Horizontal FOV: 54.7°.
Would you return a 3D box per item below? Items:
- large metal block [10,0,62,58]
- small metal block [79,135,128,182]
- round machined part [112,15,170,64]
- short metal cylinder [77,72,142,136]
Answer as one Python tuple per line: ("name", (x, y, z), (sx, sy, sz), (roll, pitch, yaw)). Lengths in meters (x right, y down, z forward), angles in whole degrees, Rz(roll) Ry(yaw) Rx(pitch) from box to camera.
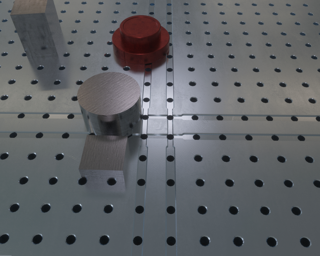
("large metal block", (-0.203, -0.175, 0.517), (0.050, 0.080, 0.080), (-6, 50, -5))
("small metal block", (-0.066, 0.036, 0.376), (0.050, 0.025, 0.050), (2, 50, 1))
("round machined part", (-0.033, -0.156, 0.527), (0.099, 0.042, 0.098), (0, 50, 0))
("short metal cylinder", (-0.065, -0.030, 0.416), (0.081, 0.050, 0.080), (0, 50, 0))
